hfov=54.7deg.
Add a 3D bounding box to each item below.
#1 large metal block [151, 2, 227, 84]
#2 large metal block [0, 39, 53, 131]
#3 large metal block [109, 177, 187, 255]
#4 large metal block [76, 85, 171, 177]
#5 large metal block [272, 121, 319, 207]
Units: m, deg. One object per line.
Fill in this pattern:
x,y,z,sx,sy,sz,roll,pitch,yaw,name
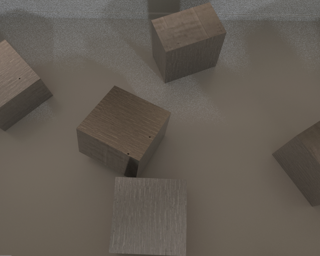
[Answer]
0.036,-0.113,0.422,0.080,0.080,0.050,-20,72,-7,large metal block
-0.208,-0.057,0.415,0.080,0.050,0.080,-41,75,-14,large metal block
-0.011,0.102,0.359,0.080,0.050,0.080,2,70,1,large metal block
-0.043,0.005,0.382,0.080,0.050,0.080,26,54,9,large metal block
0.191,0.041,0.366,0.050,0.080,0.080,-30,73,-10,large metal block
